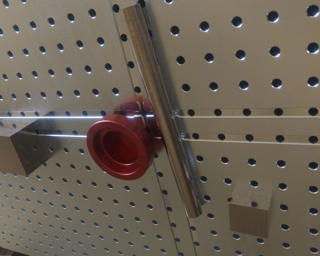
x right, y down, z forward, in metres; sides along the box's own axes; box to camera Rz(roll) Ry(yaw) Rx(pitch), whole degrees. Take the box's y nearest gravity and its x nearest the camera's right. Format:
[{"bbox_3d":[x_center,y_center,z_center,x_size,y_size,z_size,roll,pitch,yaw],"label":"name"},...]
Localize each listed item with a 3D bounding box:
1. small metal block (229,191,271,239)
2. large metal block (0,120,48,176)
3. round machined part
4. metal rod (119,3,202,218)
[{"bbox_3d":[0.122,0.117,0.419,0.050,0.025,0.050,5,121,25],"label":"small metal block"},{"bbox_3d":[-0.262,0.034,0.554,0.080,0.050,0.079,4,120,26],"label":"large metal block"},{"bbox_3d":[-0.052,0.023,0.442,0.098,0.042,0.097,13,124,21],"label":"round machined part"},{"bbox_3d":[0.009,-0.005,0.403,0.025,0.025,0.298,-4,117,30],"label":"metal rod"}]
